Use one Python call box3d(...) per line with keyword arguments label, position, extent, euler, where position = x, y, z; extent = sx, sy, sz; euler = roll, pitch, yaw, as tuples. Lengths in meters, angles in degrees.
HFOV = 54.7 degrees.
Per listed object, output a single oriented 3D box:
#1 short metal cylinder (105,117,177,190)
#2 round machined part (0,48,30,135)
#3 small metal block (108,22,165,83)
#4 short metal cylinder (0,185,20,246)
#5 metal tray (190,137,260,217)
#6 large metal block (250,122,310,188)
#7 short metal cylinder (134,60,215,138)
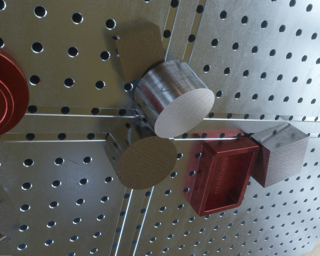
box3d(label="short metal cylinder", position=(-0.025, 0.032, 0.401), extent=(0.081, 0.050, 0.079), euler=(-14, 124, -21))
box3d(label="round machined part", position=(-0.174, -0.029, 0.287), extent=(0.099, 0.042, 0.097), euler=(-14, 124, -21))
box3d(label="small metal block", position=(-0.024, -0.085, 0.345), extent=(0.050, 0.025, 0.050), euler=(-22, 127, -15))
box3d(label="short metal cylinder", position=(-0.195, 0.094, 0.327), extent=(0.050, 0.080, 0.080), euler=(-31, 129, -8))
box3d(label="metal tray", position=(0.106, 0.082, 0.515), extent=(0.091, 0.030, 0.129), euler=(-6, 121, -25))
box3d(label="large metal block", position=(0.199, 0.046, 0.532), extent=(0.081, 0.050, 0.079), euler=(-17, 125, -19))
box3d(label="short metal cylinder", position=(0.017, -0.033, 0.367), extent=(0.081, 0.050, 0.080), euler=(-25, 149, -16))
